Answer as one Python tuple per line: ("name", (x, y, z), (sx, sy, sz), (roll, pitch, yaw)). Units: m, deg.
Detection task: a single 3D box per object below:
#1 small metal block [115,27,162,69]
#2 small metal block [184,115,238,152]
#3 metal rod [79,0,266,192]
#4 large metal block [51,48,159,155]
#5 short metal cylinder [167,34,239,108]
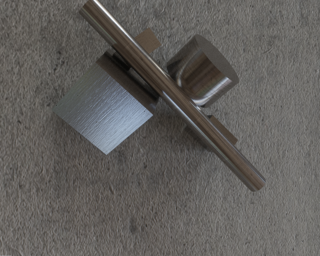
("small metal block", (-0.033, -0.094, 0.386), (0.050, 0.050, 0.025), (-40, 103, -16))
("small metal block", (0.069, 0.009, 0.420), (0.050, 0.050, 0.025), (43, 77, -16))
("metal rod", (0.025, -0.029, 0.367), (0.300, 0.025, 0.025), (45, 76, -15))
("large metal block", (-0.060, -0.029, 0.357), (0.080, 0.050, 0.080), (43, 117, -16))
("short metal cylinder", (0.055, -0.072, 0.396), (0.080, 0.080, 0.050), (41, 118, -16))
